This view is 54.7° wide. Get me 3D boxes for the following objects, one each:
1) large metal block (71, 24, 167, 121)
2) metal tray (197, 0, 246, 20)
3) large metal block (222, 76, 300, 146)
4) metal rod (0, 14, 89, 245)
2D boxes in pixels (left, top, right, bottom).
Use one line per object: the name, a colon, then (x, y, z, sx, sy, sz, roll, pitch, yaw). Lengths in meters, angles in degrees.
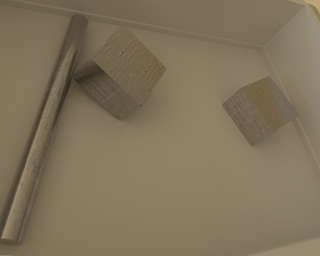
large metal block: (-0.049, -0.071, 0.395, 0.080, 0.050, 0.080, 44, 49, -18)
metal tray: (0.115, -0.290, 0.646, 0.131, 0.030, 0.090, 21, 54, -16)
large metal block: (0.161, -0.029, 0.497, 0.081, 0.050, 0.080, -23, 75, -37)
metal rod: (-0.124, -0.025, 0.354, 0.025, 0.025, 0.300, 18, 55, -19)
